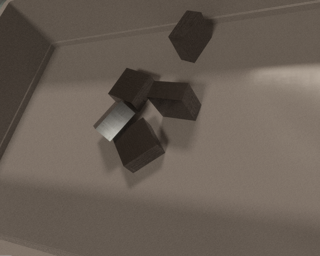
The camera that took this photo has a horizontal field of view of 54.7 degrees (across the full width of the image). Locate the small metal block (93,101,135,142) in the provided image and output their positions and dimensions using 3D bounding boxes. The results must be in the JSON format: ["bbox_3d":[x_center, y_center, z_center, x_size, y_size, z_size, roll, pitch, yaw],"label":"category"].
[{"bbox_3d":[-0.065,-0.011,0.429,0.050,0.025,0.050,-49,15,-6],"label":"small metal block"}]

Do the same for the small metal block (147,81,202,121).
[{"bbox_3d":[0.019,-0.035,0.400,0.050,0.050,0.025,9,66,31],"label":"small metal block"}]

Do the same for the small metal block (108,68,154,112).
[{"bbox_3d":[-0.040,-0.057,0.461,0.050,0.025,0.050,24,74,36],"label":"small metal block"}]

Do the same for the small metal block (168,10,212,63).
[{"bbox_3d":[0.044,-0.131,0.446,0.025,0.050,0.050,24,75,36],"label":"small metal block"}]

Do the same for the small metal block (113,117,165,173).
[{"bbox_3d":[-0.029,0.022,0.406,0.050,0.025,0.050,-33,52,6],"label":"small metal block"}]
